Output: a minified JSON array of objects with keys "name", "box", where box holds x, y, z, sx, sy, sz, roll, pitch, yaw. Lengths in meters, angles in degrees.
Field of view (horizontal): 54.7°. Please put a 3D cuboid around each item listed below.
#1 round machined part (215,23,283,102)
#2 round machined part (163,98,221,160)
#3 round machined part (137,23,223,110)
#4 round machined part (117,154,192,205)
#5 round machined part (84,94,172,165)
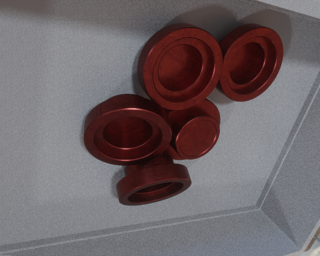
[{"name":"round machined part","box":[0.108,-0.087,0.405,0.099,0.042,0.097,-14,125,-21]},{"name":"round machined part","box":[0.043,0.004,0.426,0.099,0.042,0.097,-14,125,-21]},{"name":"round machined part","box":[0.020,-0.073,0.362,0.099,0.042,0.097,-12,123,-18]},{"name":"round machined part","box":[-0.010,0.068,0.418,0.099,0.042,0.098,-13,154,-6]},{"name":"round machined part","box":[-0.038,-0.002,0.363,0.099,0.042,0.097,-6,138,-5]}]
